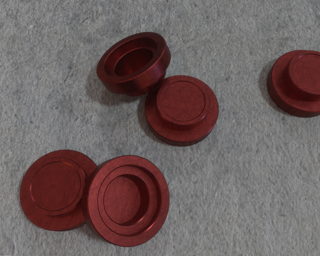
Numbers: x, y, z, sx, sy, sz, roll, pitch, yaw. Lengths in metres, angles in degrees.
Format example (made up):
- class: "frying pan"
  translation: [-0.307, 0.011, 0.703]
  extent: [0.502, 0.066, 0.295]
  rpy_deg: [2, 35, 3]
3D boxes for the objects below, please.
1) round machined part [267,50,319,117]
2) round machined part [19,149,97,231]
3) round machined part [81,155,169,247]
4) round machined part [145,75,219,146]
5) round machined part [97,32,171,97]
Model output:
- class: "round machined part"
  translation: [0.203, -0.067, 0.426]
  extent: [0.099, 0.042, 0.098]
  rpy_deg: [0, 70, -1]
- class: "round machined part"
  translation: [-0.119, 0.072, 0.371]
  extent: [0.099, 0.042, 0.098]
  rpy_deg: [0, 70, -1]
- class: "round machined part"
  translation: [-0.042, 0.082, 0.354]
  extent: [0.099, 0.042, 0.098]
  rpy_deg: [8, 75, -30]
- class: "round machined part"
  translation: [0.029, -0.028, 0.410]
  extent: [0.099, 0.042, 0.098]
  rpy_deg: [0, 70, -1]
- class: "round machined part"
  translation: [-0.031, -0.080, 0.414]
  extent: [0.098, 0.042, 0.098]
  rpy_deg: [-14, 47, 16]
